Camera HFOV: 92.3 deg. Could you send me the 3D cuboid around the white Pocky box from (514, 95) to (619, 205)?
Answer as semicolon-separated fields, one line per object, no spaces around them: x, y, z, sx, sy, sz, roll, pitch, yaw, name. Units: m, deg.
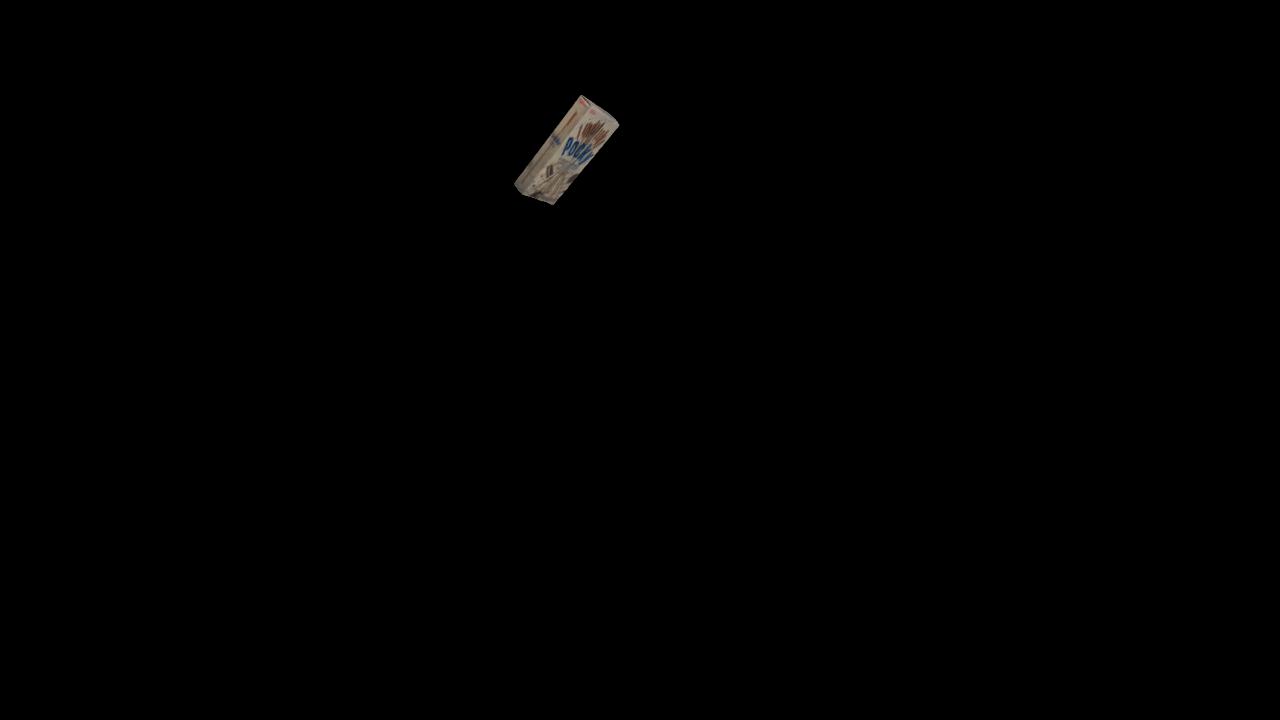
-0.103;-0.289;0.863;0.154;0.028;0.084;-45;-16;20;white Pocky box
